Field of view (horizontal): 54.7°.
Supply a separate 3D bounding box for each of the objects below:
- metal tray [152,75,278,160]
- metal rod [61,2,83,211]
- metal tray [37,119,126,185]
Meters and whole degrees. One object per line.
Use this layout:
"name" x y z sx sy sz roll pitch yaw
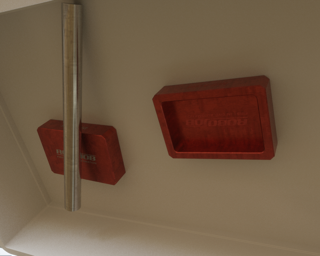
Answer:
"metal tray" 0.064 -0.008 0.365 0.130 0.030 0.089 -2 118 29
"metal rod" -0.121 -0.013 0.429 0.025 0.025 0.298 15 114 19
"metal tray" -0.125 0.037 0.492 0.130 0.030 0.089 6 121 24
